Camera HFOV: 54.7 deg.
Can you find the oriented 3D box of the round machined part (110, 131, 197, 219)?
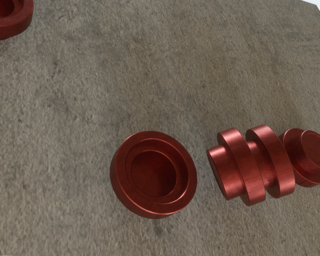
[{"bbox_3d":[-0.010,0.055,0.355,0.099,0.042,0.098,14,56,-21],"label":"round machined part"}]

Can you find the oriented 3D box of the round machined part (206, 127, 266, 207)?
[{"bbox_3d":[0.090,0.052,0.388,0.042,0.098,0.098,-21,69,2],"label":"round machined part"}]

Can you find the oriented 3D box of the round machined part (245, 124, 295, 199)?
[{"bbox_3d":[0.135,0.048,0.414,0.042,0.098,0.098,-20,69,0],"label":"round machined part"}]

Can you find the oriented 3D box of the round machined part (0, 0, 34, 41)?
[{"bbox_3d":[-0.206,-0.144,0.370,0.099,0.042,0.098,14,56,-21],"label":"round machined part"}]

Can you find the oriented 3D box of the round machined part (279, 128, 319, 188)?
[{"bbox_3d":[0.238,0.043,0.498,0.099,0.042,0.098,14,56,-21],"label":"round machined part"}]
